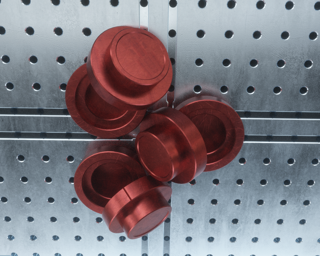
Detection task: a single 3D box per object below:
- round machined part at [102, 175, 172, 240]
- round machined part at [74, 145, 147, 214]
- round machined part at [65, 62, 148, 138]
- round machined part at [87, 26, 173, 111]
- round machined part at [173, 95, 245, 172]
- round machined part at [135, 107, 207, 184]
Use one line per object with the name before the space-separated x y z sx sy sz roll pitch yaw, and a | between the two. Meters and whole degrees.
round machined part | -0.023 0.110 0.414 0.099 0.042 0.098 -28 148 -19
round machined part | -0.065 0.068 0.428 0.099 0.042 0.097 0 110 0
round machined part | -0.063 -0.040 0.388 0.099 0.042 0.097 0 110 0
round machined part | -0.028 -0.072 0.348 0.099 0.042 0.098 8 71 -24
round machined part | 0.056 0.005 0.406 0.099 0.042 0.097 0 110 0
round machined part | 0.006 0.027 0.382 0.042 0.098 0.098 -29 114 -35
